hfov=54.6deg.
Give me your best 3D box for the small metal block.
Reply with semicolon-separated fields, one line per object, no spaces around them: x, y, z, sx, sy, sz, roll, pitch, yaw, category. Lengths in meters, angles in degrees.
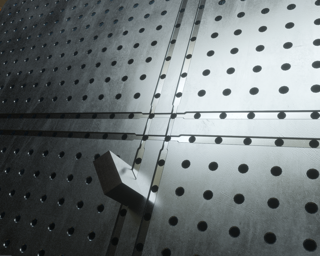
-0.052;0.063;0.382;0.025;0.050;0.050;-35;51;6;small metal block
